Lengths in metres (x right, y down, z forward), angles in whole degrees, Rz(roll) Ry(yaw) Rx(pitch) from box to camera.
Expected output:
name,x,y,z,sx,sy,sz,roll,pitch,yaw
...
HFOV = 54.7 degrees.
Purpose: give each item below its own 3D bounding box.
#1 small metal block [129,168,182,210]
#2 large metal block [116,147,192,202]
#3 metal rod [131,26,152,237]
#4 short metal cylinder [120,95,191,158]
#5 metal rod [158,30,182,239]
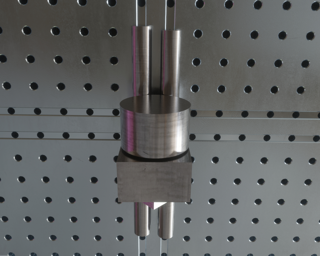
name,x,y,z,sx,sy,sz,roll,pitch,yaw
small metal block,-0.007,0.075,0.403,0.050,0.050,0.025,-18,118,-42
large metal block,-0.006,0.046,0.374,0.081,0.080,0.050,0,110,-1
metal rod,-0.024,0.018,0.421,0.025,0.025,0.298,1,110,-1
short metal cylinder,-0.006,-0.005,0.360,0.081,0.080,0.050,1,110,-1
metal rod,0.011,0.022,0.423,0.025,0.025,0.298,1,110,-1
